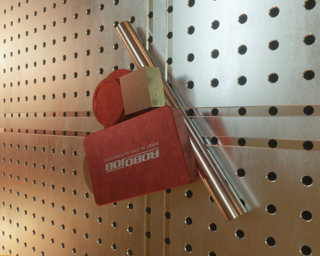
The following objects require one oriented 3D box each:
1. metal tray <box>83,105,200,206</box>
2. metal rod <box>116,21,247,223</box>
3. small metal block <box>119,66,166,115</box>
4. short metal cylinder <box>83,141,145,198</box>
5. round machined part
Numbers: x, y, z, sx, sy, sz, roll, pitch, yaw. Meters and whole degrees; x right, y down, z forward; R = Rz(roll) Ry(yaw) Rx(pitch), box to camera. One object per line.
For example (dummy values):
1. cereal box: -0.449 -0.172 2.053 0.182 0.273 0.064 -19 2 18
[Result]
1. metal tray: -0.027 0.036 0.373 0.130 0.030 0.090 -20 78 25
2. metal rod: 0.016 -0.024 0.392 0.025 0.025 0.299 -43 64 31
3. small metal block: -0.022 -0.046 0.392 0.050 0.025 0.050 -14 84 44
4. short metal cylinder: -0.064 0.057 0.440 0.080 0.050 0.079 0 90 40
5. round machined part: -0.059 -0.036 0.440 0.098 0.042 0.097 0 90 41
